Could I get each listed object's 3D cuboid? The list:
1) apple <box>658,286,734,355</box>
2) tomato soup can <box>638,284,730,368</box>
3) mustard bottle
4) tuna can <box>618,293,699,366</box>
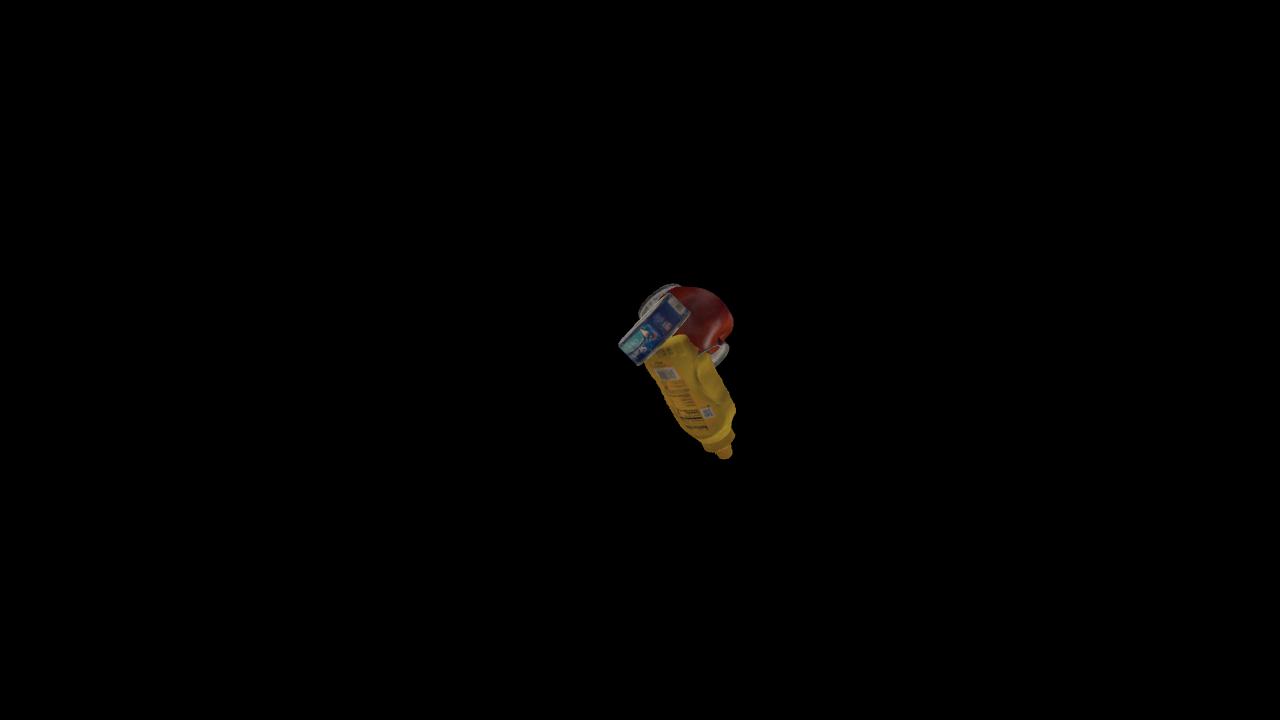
[{"bbox_3d":[0.062,-0.045,0.710,0.093,0.079,0.079,37,18,26],"label":"apple"},{"bbox_3d":[0.051,-0.034,0.734,0.068,0.101,0.068,-28,-25,-14],"label":"tomato soup can"},{"bbox_3d":[0.067,0.045,0.742,0.092,0.184,0.054,-10,27,43],"label":"mustard bottle"},{"bbox_3d":[0.015,-0.034,0.674,0.034,0.084,0.084,44,-5,-5],"label":"tuna can"}]
